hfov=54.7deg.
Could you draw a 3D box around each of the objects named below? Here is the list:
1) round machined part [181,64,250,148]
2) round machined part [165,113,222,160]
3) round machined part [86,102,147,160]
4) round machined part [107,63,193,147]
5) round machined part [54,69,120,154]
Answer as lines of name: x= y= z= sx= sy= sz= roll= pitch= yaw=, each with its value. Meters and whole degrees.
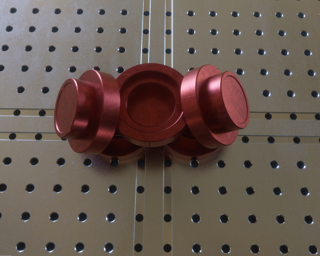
round machined part: x=0.070 y=-0.028 z=0.359 sx=0.042 sy=0.098 sz=0.098 roll=-16 pitch=65 yaw=37
round machined part: x=0.043 y=-0.010 z=0.407 sx=0.099 sy=0.042 sz=0.098 roll=0 pitch=70 yaw=-1
round machined part: x=-0.055 y=-0.010 z=0.405 sx=0.099 sy=0.042 sz=0.098 roll=0 pitch=70 yaw=-1
round machined part: x=-0.010 y=-0.024 z=0.365 sx=0.099 sy=0.042 sz=0.098 roll=0 pitch=70 yaw=-1
round machined part: x=-0.089 y=-0.020 z=0.355 sx=0.042 sy=0.098 sz=0.098 roll=10 pitch=65 yaw=-37
